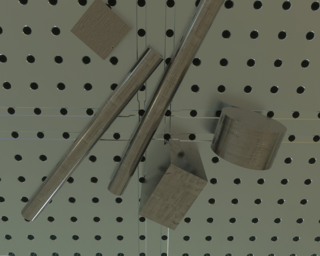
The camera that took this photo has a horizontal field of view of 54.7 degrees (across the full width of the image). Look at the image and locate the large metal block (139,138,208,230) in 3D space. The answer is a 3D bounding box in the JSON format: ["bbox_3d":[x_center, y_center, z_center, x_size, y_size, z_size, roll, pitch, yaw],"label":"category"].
[{"bbox_3d":[0.015,0.071,0.411,0.050,0.080,0.080,27,108,-10],"label":"large metal block"}]

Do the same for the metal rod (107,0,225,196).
[{"bbox_3d":[0.002,-0.037,0.399,0.025,0.025,0.298,25,108,-9],"label":"metal rod"}]

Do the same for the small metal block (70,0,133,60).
[{"bbox_3d":[-0.068,-0.118,0.369,0.050,0.025,0.050,41,105,-14],"label":"small metal block"}]

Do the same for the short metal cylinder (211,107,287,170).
[{"bbox_3d":[0.110,0.011,0.390,0.081,0.080,0.050,12,110,-5],"label":"short metal cylinder"}]

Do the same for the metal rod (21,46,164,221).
[{"bbox_3d":[-0.099,0.017,0.418,0.025,0.025,0.299,37,106,-13],"label":"metal rod"}]
